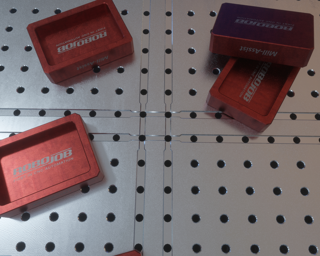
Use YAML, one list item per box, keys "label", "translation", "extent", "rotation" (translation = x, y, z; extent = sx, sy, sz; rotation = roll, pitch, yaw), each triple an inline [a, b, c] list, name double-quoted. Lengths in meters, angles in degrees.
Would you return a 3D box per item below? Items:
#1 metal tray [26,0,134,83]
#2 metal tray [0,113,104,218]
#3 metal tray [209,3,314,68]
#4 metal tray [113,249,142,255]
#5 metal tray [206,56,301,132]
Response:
- label: "metal tray"
  translation: [-0.115, -0.131, 0.455]
  extent: [0.131, 0.030, 0.090]
  rotation: [-24, 72, -9]
- label: "metal tray"
  translation: [-0.148, 0.046, 0.390]
  extent: [0.131, 0.030, 0.090]
  rotation: [-21, 72, -8]
- label: "metal tray"
  translation: [0.143, -0.134, 0.436]
  extent: [0.131, 0.030, 0.090]
  rotation: [13, 51, 12]
- label: "metal tray"
  translation: [-0.075, 0.195, 0.336]
  extent: [0.131, 0.030, 0.090]
  rotation: [-14, 71, -6]
- label: "metal tray"
  translation: [0.136, -0.070, 0.436]
  extent: [0.090, 0.030, 0.130]
  rotation: [30, 72, 10]
